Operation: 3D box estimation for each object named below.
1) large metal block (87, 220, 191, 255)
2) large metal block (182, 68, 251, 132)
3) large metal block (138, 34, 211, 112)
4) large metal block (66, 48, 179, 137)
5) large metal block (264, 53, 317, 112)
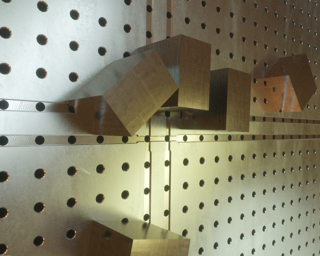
[{"bbox_3d":[-0.026,0.141,0.351,0.080,0.080,0.050,16,80,-39],"label":"large metal block"},{"bbox_3d":[0.078,-0.036,0.438,0.050,0.080,0.080,5,87,-40],"label":"large metal block"},{"bbox_3d":[0.015,-0.062,0.385,0.050,0.080,0.080,4,87,-40],"label":"large metal block"},{"bbox_3d":[-0.041,-0.037,0.338,0.080,0.080,0.050,-48,119,-29],"label":"large metal block"},{"bbox_3d":[0.256,-0.087,0.605,0.080,0.050,0.080,-45,117,-30],"label":"large metal block"}]
